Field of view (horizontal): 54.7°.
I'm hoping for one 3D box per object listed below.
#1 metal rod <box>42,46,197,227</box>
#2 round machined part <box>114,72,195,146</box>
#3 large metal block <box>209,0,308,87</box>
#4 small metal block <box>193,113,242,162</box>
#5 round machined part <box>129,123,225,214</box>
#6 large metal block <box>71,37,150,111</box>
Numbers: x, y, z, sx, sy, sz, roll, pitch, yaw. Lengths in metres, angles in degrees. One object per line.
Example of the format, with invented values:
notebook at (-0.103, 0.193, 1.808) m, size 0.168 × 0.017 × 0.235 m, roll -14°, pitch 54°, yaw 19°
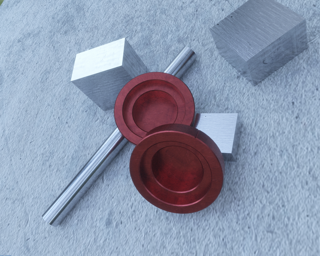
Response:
metal rod at (-0.050, 0.006, 0.426) m, size 0.025 × 0.025 × 0.300 m, roll 33°, pitch 80°, yaw 38°
round machined part at (-0.005, -0.018, 0.392) m, size 0.099 × 0.042 × 0.098 m, roll -2°, pitch 74°, yaw 6°
large metal block at (0.124, -0.113, 0.393) m, size 0.080 × 0.050 × 0.080 m, roll -36°, pitch 51°, yaw 4°
small metal block at (0.066, 0.010, 0.363) m, size 0.050 × 0.025 × 0.050 m, roll 1°, pitch 62°, yaw 28°
round machined part at (0.020, 0.040, 0.335) m, size 0.098 × 0.097 × 0.042 m, roll -12°, pitch 18°, yaw 21°
large metal block at (-0.067, -0.074, 0.449) m, size 0.080 × 0.080 × 0.050 m, roll -12°, pitch 57°, yaw 21°
